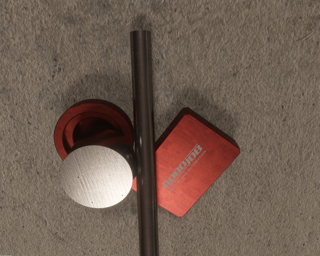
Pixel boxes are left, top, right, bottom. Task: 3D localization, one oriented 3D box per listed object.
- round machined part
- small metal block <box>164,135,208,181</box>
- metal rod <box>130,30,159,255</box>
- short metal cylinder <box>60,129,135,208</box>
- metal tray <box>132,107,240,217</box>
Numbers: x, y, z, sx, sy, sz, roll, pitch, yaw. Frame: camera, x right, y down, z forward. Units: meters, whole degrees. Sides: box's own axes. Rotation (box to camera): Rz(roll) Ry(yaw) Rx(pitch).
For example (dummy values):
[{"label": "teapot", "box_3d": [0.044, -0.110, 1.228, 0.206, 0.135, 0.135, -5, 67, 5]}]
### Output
[{"label": "round machined part", "box_3d": [-0.082, 0.009, 0.403, 0.099, 0.042, 0.097, 0, 110, -1]}, {"label": "small metal block", "box_3d": [0.036, 0.037, 0.424, 0.050, 0.025, 0.050, -29, 108, 9]}, {"label": "metal rod", "box_3d": [-0.018, 0.034, 0.385, 0.025, 0.025, 0.298, -2, 96, 0]}, {"label": "short metal cylinder", "box_3d": [-0.071, 0.047, 0.368, 0.081, 0.050, 0.079, 0, 111, -1]}, {"label": "metal tray", "box_3d": [0.031, 0.048, 0.418, 0.090, 0.030, 0.129, 34, 107, -12]}]
